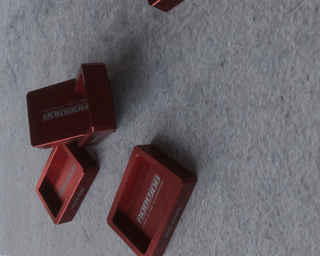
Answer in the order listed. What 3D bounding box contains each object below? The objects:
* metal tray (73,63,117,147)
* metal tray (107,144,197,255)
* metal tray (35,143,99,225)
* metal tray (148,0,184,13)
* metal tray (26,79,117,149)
[{"bbox_3d":[-0.100,-0.027,0.444,0.130,0.030,0.090,149,111,-64],"label":"metal tray"},{"bbox_3d":[-0.015,0.098,0.412,0.090,0.030,0.129,34,111,34],"label":"metal tray"},{"bbox_3d":[-0.163,0.089,0.533,0.090,0.030,0.129,45,117,30],"label":"metal tray"},{"bbox_3d":[0.034,-0.213,0.372,0.130,0.030,0.090,-22,77,37],"label":"metal tray"},{"bbox_3d":[-0.137,-0.025,0.476,0.130,0.030,0.090,-14,78,13],"label":"metal tray"}]
